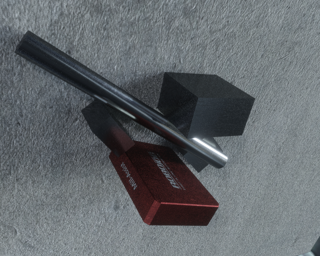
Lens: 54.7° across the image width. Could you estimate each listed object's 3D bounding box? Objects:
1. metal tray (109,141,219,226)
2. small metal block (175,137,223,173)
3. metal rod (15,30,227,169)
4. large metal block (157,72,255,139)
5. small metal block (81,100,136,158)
[{"bbox_3d":[0.000,0.063,0.381,0.091,0.130,0.030,13,112,-34],"label":"metal tray"},{"bbox_3d":[0.059,0.032,0.463,0.050,0.025,0.050,-41,130,0],"label":"small metal block"},{"bbox_3d":[-0.020,-0.016,0.371,0.301,0.025,0.025,31,101,-33],"label":"metal rod"},{"bbox_3d":[0.054,-0.030,0.384,0.081,0.080,0.050,-2,120,-28],"label":"large metal block"},{"bbox_3d":[-0.060,-0.001,0.359,0.025,0.050,0.050,-39,130,-2],"label":"small metal block"}]
